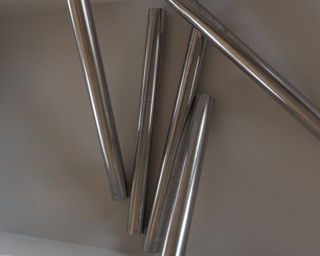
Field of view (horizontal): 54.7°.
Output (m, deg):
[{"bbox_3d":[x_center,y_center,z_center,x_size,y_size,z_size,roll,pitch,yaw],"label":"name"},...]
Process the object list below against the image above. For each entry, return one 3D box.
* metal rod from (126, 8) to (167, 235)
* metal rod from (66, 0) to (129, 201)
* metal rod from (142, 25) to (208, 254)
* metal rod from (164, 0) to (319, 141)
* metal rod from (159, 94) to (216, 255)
[{"bbox_3d":[-0.018,-0.007,0.416,0.025,0.025,0.298,7,92,20],"label":"metal rod"},{"bbox_3d":[-0.075,-0.042,0.376,0.025,0.025,0.298,0,113,20],"label":"metal rod"},{"bbox_3d":[0.021,0.017,0.403,0.025,0.025,0.298,14,95,19],"label":"metal rod"},{"bbox_3d":[0.110,-0.069,0.355,0.300,0.025,0.025,45,104,8],"label":"metal rod"},{"bbox_3d":[0.022,0.094,0.327,0.025,0.025,0.300,6,62,20],"label":"metal rod"}]
